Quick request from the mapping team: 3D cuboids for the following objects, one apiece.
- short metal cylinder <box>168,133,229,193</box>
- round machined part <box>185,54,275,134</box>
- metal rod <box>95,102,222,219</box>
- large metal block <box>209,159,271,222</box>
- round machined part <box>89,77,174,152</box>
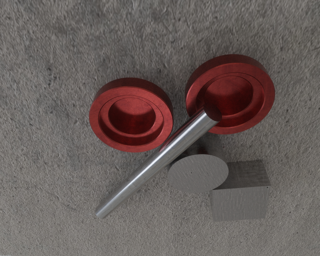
[{"bbox_3d":[0.049,0.045,0.428,0.081,0.050,0.079,-2,132,-2],"label":"short metal cylinder"},{"bbox_3d":[0.078,-0.042,0.361,0.099,0.042,0.097,0,130,0],"label":"round machined part"},{"bbox_3d":[-0.021,0.063,0.429,0.025,0.025,0.298,25,135,-20],"label":"metal rod"},{"bbox_3d":[0.118,0.097,0.475,0.080,0.050,0.080,-5,130,4],"label":"large metal block"},{"bbox_3d":[-0.033,-0.019,0.377,0.099,0.042,0.097,1,129,1],"label":"round machined part"}]
